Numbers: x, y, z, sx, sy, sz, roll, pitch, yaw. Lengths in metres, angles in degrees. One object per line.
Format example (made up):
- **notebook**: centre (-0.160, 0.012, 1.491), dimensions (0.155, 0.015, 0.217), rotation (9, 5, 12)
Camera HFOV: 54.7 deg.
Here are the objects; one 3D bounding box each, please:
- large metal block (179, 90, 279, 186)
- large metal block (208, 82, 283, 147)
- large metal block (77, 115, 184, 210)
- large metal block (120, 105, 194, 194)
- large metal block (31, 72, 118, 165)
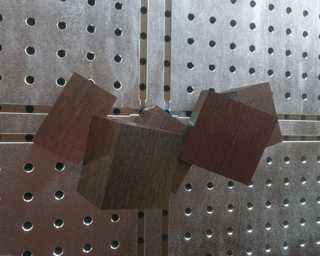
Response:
- **large metal block**: centre (0.073, 0.008, 0.354), dimensions (0.080, 0.050, 0.080), rotation (22, 96, -4)
- **large metal block**: centre (0.113, -0.014, 0.426), dimensions (0.050, 0.080, 0.080), rotation (-17, 96, -19)
- **large metal block**: centre (-0.030, 0.036, 0.319), dimensions (0.081, 0.050, 0.080), rotation (11, 93, -41)
- **large metal block**: centre (-0.002, 0.027, 0.399), dimensions (0.080, 0.050, 0.080), rotation (34, 79, -17)
- **large metal block**: centre (-0.098, -0.010, 0.347), dimensions (0.050, 0.080, 0.080), rotation (32, 80, -18)
